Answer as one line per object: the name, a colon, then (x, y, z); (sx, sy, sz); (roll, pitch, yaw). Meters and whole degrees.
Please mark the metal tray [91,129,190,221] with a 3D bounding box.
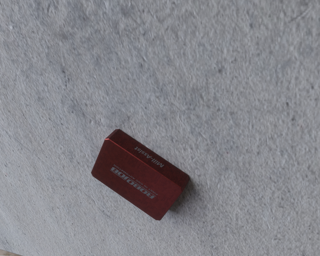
metal tray: (-0.032, 0.071, 0.463); (0.130, 0.030, 0.089); (33, 129, 5)
